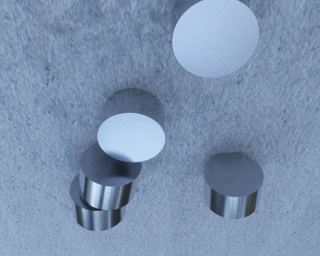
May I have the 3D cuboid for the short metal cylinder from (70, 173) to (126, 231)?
[{"bbox_3d":[-0.089,0.103,0.458,0.081,0.080,0.050,4,130,-4],"label":"short metal cylinder"}]

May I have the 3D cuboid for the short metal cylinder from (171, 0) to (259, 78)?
[{"bbox_3d":[0.052,-0.098,0.309,0.081,0.050,0.079,0,130,0],"label":"short metal cylinder"}]

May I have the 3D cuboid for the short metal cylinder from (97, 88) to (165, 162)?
[{"bbox_3d":[-0.034,-0.003,0.388,0.081,0.050,0.079,0,130,0],"label":"short metal cylinder"}]

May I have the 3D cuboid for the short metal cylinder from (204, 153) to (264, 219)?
[{"bbox_3d":[0.103,0.081,0.442,0.080,0.080,0.050,-4,130,3],"label":"short metal cylinder"}]

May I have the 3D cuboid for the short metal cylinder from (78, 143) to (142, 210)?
[{"bbox_3d":[-0.069,0.064,0.425,0.081,0.080,0.050,9,130,-8],"label":"short metal cylinder"}]
